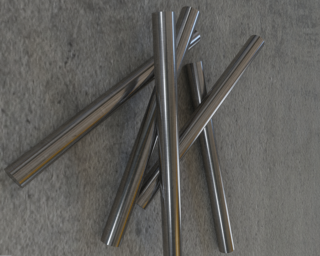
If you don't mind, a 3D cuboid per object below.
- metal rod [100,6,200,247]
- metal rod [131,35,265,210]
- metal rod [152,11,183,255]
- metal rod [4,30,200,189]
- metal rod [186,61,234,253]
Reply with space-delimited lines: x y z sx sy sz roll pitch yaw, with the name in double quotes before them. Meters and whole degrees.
"metal rod" -0.009 -0.007 0.377 0.025 0.025 0.299 24 81 -38
"metal rod" 0.060 -0.019 0.428 0.300 0.025 0.025 -52 121 -17
"metal rod" 0.010 0.022 0.365 0.025 0.025 0.298 -14 108 -39
"metal rod" -0.045 -0.042 0.368 0.301 0.025 0.025 -44 117 -31
"metal rod" 0.078 0.050 0.472 0.025 0.025 0.298 -19 102 -39
